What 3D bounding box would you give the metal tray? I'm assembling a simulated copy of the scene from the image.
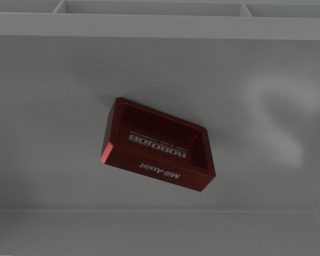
[{"bbox_3d":[0.000,0.019,0.378,0.131,0.090,0.030,19,127,-17],"label":"metal tray"}]
